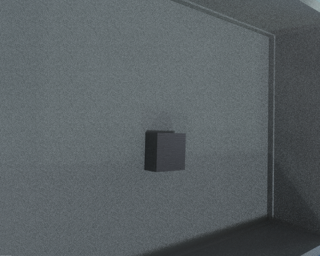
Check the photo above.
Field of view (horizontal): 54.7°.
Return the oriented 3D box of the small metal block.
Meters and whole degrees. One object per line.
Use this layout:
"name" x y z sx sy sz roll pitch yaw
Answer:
"small metal block" 0.007 0.031 0.415 0.050 0.025 0.050 3 89 -40
